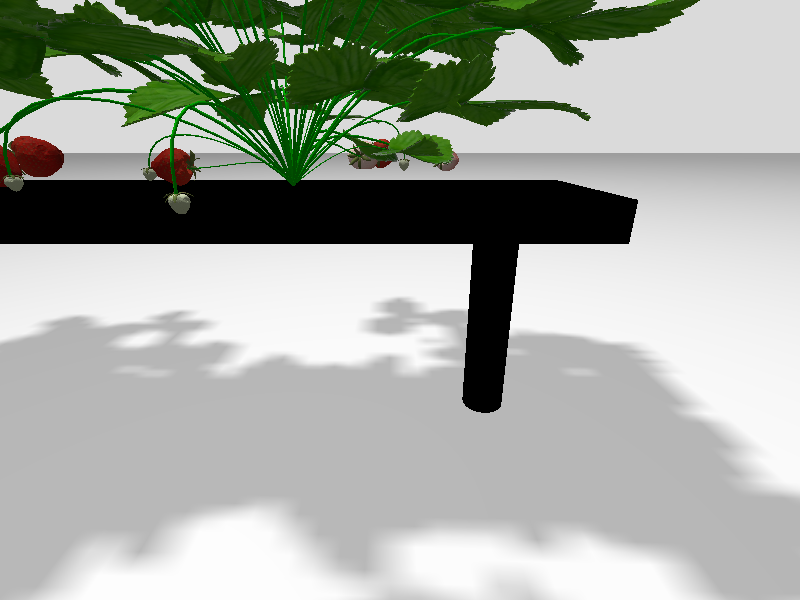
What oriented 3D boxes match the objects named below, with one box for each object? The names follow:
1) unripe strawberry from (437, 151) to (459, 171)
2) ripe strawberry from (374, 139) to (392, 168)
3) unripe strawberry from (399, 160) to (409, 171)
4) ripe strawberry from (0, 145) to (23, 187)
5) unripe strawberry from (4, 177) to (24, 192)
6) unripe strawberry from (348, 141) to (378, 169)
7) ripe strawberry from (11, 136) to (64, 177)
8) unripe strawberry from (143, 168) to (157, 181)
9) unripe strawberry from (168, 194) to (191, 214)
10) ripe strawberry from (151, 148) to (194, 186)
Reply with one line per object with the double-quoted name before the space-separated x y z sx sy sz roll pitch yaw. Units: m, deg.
"unripe strawberry" 0.059 -0.171 0.490 0.028 0.026 0.026 18 27 38
"ripe strawberry" -0.024 -0.202 0.552 0.033 0.038 0.036 6 22 14
"unripe strawberry" 0.004 -0.148 0.438 0.011 0.011 0.011 17 27 37
"ripe strawberry" -0.335 -0.110 0.333 0.035 0.035 0.033 32 18 -12
"unripe strawberry" -0.263 -0.079 0.273 0.010 0.010 0.011 -8 23 -20
"unripe strawberry" -0.045 -0.185 0.511 0.040 0.034 0.040 5 21 12
"ripe strawberry" -0.366 -0.145 0.406 0.038 0.040 0.035 -9 23 -23
"unripe strawberry" -0.198 -0.099 0.317 0.010 0.010 0.009 -4 22 -9
"unripe strawberry" -0.106 -0.046 0.192 0.009 0.010 0.010 2 22 5
"ripe strawberry" -0.185 -0.108 0.326 0.030 0.029 0.033 -2 22 -4
